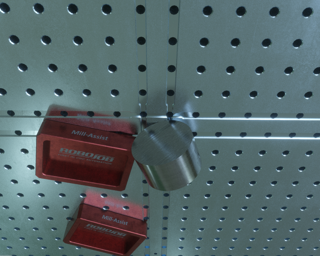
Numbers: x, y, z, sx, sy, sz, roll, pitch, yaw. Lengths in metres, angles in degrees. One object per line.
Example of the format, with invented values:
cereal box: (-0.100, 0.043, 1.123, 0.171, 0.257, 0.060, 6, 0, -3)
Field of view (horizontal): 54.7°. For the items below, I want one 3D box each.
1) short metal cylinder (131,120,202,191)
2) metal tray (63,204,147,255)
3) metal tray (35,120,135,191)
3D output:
short metal cylinder: (0.009, 0.035, 0.405, 0.080, 0.080, 0.050, -13, 129, 11)
metal tray: (-0.100, 0.192, 0.570, 0.131, 0.030, 0.089, 22, 127, -18)
metal tray: (-0.106, 0.042, 0.443, 0.131, 0.030, 0.089, 12, 129, -10)
